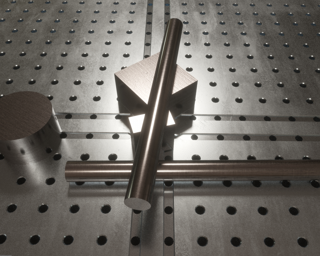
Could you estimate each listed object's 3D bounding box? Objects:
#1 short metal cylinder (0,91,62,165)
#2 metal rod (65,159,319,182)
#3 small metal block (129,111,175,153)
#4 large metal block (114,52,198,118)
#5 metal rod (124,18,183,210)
[{"bbox_3d":[-0.170,-0.001,0.390,0.081,0.050,0.080,0,50,0],"label":"short metal cylinder"},{"bbox_3d":[0.043,0.050,0.365,0.302,0.025,0.025,0,50,-1],"label":"metal rod"},{"bbox_3d":[-0.010,0.007,0.385,0.050,0.050,0.025,-13,52,-11],"label":"small metal block"},{"bbox_3d":[-0.006,-0.053,0.436,0.081,0.050,0.080,-31,57,-24],"label":"large metal block"},{"bbox_3d":[0.001,-0.044,0.379,0.025,0.025,0.300,7,50,5],"label":"metal rod"}]
